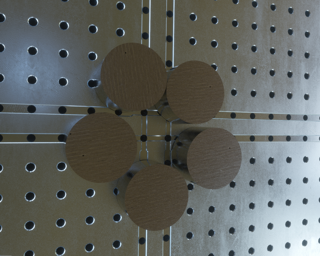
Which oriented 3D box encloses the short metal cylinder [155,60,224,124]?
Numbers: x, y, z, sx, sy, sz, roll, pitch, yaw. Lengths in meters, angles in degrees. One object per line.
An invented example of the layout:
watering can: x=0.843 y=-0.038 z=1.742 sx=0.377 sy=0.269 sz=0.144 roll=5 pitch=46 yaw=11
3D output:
short metal cylinder: x=0.037 y=-0.045 z=0.412 sx=0.081 sy=0.050 sz=0.079 roll=0 pitch=90 yaw=-20

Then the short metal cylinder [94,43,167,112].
short metal cylinder: x=-0.038 y=-0.060 z=0.385 sx=0.081 sy=0.050 sz=0.079 roll=0 pitch=90 yaw=-20

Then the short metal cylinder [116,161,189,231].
short metal cylinder: x=-0.011 y=0.083 z=0.394 sx=0.081 sy=0.050 sz=0.080 roll=0 pitch=90 yaw=-19

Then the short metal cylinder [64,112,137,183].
short metal cylinder: x=-0.073 y=0.022 z=0.372 sx=0.081 sy=0.050 sz=0.079 roll=0 pitch=91 yaw=-20

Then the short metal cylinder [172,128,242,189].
short metal cylinder: x=0.062 y=0.039 z=0.421 sx=0.081 sy=0.050 sz=0.079 roll=-1 pitch=92 yaw=-20
